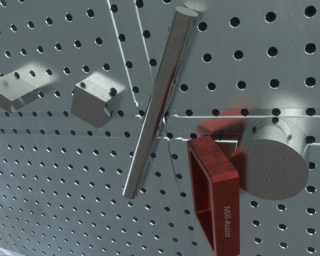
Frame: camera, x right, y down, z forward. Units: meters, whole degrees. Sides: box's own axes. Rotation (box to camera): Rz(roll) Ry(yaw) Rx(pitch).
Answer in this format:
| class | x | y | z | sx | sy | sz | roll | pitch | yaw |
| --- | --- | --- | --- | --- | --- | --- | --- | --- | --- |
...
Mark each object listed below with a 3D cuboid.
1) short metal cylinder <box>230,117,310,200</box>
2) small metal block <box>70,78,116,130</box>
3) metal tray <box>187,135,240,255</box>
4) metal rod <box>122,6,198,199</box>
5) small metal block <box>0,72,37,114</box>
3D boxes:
| class | x | y | z | sx | sy | sz | roll | pitch | yaw |
| --- | --- | --- | --- | --- | --- | --- | --- | --- | --- |
| short metal cylinder | 0.125 | 0.034 | 0.350 | 0.080 | 0.050 | 0.079 | 13 | 124 | 20 |
| small metal block | -0.095 | -0.034 | 0.439 | 0.050 | 0.025 | 0.050 | 29 | 128 | 9 |
| metal tray | 0.066 | 0.086 | 0.386 | 0.030 | 0.090 | 0.129 | -13 | 118 | -8 |
| metal rod | -0.010 | -0.008 | 0.410 | 0.025 | 0.025 | 0.298 | 27 | 128 | 11 |
| small metal block | -0.231 | -0.055 | 0.480 | 0.050 | 0.050 | 0.025 | 32 | 128 | 7 |
